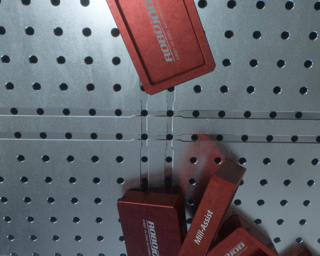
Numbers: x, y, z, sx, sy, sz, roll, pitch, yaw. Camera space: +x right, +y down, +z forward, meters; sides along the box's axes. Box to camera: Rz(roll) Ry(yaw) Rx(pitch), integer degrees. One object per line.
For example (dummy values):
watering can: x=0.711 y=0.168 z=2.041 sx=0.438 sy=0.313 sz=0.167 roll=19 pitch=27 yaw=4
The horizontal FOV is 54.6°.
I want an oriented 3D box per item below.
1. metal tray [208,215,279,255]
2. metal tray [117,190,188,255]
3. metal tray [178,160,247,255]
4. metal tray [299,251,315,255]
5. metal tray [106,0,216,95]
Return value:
metal tray: x=0.106 y=0.208 z=0.487 sx=0.090 sy=0.030 sz=0.130 roll=40 pitch=105 yaw=-14
metal tray: x=-0.006 y=0.158 z=0.453 sx=0.090 sy=0.030 sz=0.129 roll=0 pitch=112 yaw=21
metal tray: x=0.070 y=0.114 z=0.414 sx=0.030 sy=0.090 sz=0.129 roll=25 pitch=106 yaw=19
metal tray: x=0.256 y=0.272 z=0.512 sx=0.130 sy=0.030 sz=0.090 roll=41 pitch=105 yaw=-14
metal tray: x=0.002 y=-0.115 z=0.368 sx=0.090 sy=0.030 sz=0.130 roll=-21 pitch=109 yaw=7
